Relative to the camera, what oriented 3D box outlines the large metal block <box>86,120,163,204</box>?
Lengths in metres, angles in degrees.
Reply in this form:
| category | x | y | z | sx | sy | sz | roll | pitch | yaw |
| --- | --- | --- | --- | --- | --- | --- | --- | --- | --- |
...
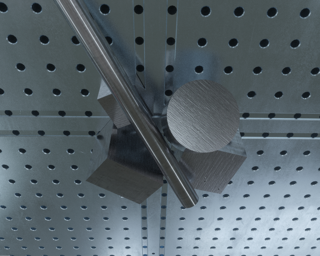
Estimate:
| category | x | y | z | sx | sy | sz | roll | pitch | yaw |
| --- | --- | --- | --- | --- | --- | --- | --- | --- | --- |
| large metal block | -0.043 | 0.041 | 0.410 | 0.080 | 0.080 | 0.050 | 30 | 124 | -23 |

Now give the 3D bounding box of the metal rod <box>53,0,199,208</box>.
| category | x | y | z | sx | sy | sz | roll | pitch | yaw |
| --- | --- | --- | --- | --- | --- | --- | --- | --- | --- |
| metal rod | -0.028 | -0.019 | 0.355 | 0.025 | 0.025 | 0.299 | -22 | 116 | 17 |

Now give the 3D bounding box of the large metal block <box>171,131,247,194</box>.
| category | x | y | z | sx | sy | sz | roll | pitch | yaw |
| --- | --- | --- | --- | --- | --- | --- | --- | --- | --- |
| large metal block | 0.061 | 0.041 | 0.430 | 0.081 | 0.050 | 0.079 | 13 | 129 | -12 |

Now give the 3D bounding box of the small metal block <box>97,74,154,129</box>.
| category | x | y | z | sx | sy | sz | roll | pitch | yaw |
| --- | --- | --- | --- | --- | --- | --- | --- | --- | --- |
| small metal block | -0.041 | -0.032 | 0.384 | 0.050 | 0.025 | 0.050 | -19 | 128 | 15 |

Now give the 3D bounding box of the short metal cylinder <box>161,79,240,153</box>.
| category | x | y | z | sx | sy | sz | roll | pitch | yaw |
| --- | --- | --- | --- | --- | --- | --- | --- | --- | --- |
| short metal cylinder | 0.044 | -0.011 | 0.358 | 0.081 | 0.080 | 0.050 | 7 | 173 | -6 |
